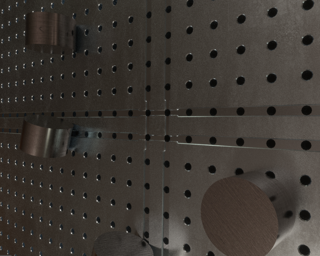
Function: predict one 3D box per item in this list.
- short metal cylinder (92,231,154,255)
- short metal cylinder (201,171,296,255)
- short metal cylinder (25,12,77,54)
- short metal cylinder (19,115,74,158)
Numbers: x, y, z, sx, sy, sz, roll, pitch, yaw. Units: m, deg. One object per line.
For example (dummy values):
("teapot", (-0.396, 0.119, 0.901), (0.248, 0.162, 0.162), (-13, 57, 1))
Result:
("short metal cylinder", (-0.054, 0.184, 0.416), (0.080, 0.081, 0.050), (25, 106, 37))
("short metal cylinder", (0.090, 0.087, 0.318), (0.080, 0.050, 0.079), (0, 90, 39))
("short metal cylinder", (-0.183, -0.157, 0.521), (0.080, 0.081, 0.050), (4, 93, 39))
("short metal cylinder", (-0.194, 0.013, 0.530), (0.080, 0.081, 0.050), (24, 105, 37))
